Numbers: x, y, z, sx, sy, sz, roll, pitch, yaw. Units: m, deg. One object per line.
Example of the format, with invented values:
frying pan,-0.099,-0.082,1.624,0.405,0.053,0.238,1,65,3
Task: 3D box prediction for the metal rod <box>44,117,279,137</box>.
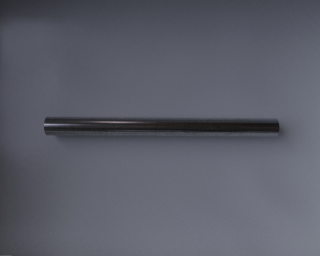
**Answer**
metal rod,0.003,-0.001,0.409,0.302,0.025,0.025,0,90,-1
